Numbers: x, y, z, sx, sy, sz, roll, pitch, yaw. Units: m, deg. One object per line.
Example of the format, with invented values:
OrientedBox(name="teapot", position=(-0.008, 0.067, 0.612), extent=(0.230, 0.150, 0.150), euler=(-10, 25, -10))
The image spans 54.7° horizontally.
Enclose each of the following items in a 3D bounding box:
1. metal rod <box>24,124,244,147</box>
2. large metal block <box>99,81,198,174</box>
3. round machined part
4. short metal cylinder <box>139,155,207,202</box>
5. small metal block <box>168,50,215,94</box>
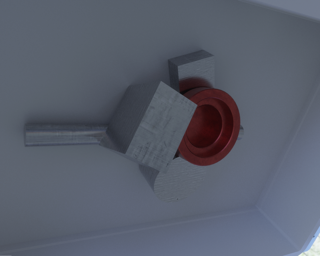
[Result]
OrientedBox(name="metal rod", position=(-0.012, 0.007, 0.404), extent=(0.303, 0.025, 0.025), euler=(0, 119, -29))
OrientedBox(name="large metal block", position=(-0.016, -0.002, 0.344), extent=(0.050, 0.080, 0.080), euler=(30, 79, -27))
OrientedBox(name="round machined part", position=(0.052, -0.004, 0.399), extent=(0.099, 0.042, 0.097), euler=(-7, 104, -27))
OrientedBox(name="short metal cylinder", position=(0.018, 0.057, 0.436), extent=(0.081, 0.050, 0.079), euler=(-14, 125, -21))
OrientedBox(name="small metal block", position=(0.041, -0.065, 0.391), extent=(0.050, 0.025, 0.050), euler=(-19, 126, -17))
